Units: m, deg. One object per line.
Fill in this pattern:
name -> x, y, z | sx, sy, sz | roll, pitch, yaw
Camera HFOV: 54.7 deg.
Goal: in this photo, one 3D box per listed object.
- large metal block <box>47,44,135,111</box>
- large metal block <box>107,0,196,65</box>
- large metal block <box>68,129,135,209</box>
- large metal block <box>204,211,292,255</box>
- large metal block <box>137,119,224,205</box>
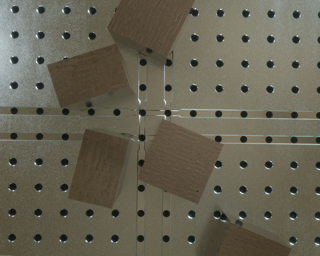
large metal block -> -0.080, -0.059, 0.385 | 0.080, 0.080, 0.050 | -18, 90, 0
large metal block -> -0.010, -0.140, 0.401 | 0.080, 0.050, 0.080 | 26, 90, -1
large metal block -> -0.069, 0.045, 0.385 | 0.050, 0.080, 0.080 | 14, 90, 0
large metal block -> 0.108, 0.168, 0.403 | 0.080, 0.050, 0.080 | 24, 90, -1
large metal block -> 0.025, 0.041, 0.401 | 0.080, 0.050, 0.080 | 23, 90, -1
